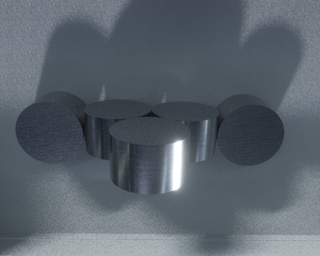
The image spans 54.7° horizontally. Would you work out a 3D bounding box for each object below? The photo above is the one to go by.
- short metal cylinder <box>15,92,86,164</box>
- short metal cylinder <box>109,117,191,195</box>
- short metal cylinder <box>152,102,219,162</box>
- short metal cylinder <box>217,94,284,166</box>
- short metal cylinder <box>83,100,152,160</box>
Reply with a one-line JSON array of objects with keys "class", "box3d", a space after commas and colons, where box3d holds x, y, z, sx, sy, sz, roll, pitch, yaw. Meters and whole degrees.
[{"class": "short metal cylinder", "box3d": [-0.132, -0.002, 0.394, 0.081, 0.050, 0.079, 0, 110, 0]}, {"class": "short metal cylinder", "box3d": [-0.011, 0.025, 0.316, 0.081, 0.080, 0.050, 2, 110, -1]}, {"class": "short metal cylinder", "box3d": [0.030, 0.002, 0.381, 0.081, 0.080, 0.050, 2, 110, -1]}, {"class": "short metal cylinder", "box3d": [0.110, 0.002, 0.398, 0.081, 0.050, 0.079, 0, 110, 0]}, {"class": "short metal cylinder", "box3d": [-0.051, 0.000, 0.379, 0.081, 0.080, 0.050, 2, 110, -1]}]
